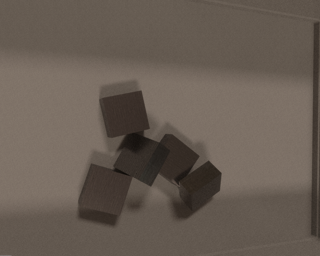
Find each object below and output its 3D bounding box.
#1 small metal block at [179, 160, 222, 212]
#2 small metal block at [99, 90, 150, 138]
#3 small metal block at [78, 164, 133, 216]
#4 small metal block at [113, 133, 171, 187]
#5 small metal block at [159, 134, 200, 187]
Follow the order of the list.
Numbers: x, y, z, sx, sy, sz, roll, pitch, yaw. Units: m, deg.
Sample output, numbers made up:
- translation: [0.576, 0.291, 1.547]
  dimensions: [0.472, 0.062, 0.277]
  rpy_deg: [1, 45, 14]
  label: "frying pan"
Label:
- translation: [0.055, 0.079, 0.417]
  dimensions: [0.050, 0.025, 0.050]
  rpy_deg: [-32, 145, -17]
  label: "small metal block"
- translation: [-0.045, -0.018, 0.395]
  dimensions: [0.050, 0.025, 0.050]
  rpy_deg: [-14, 95, -20]
  label: "small metal block"
- translation: [-0.068, 0.076, 0.386]
  dimensions: [0.050, 0.025, 0.050]
  rpy_deg: [20, 84, -19]
  label: "small metal block"
- translation: [-0.023, 0.038, 0.386]
  dimensions: [0.025, 0.050, 0.050]
  rpy_deg: [40, 75, -45]
  label: "small metal block"
- translation: [0.016, 0.043, 0.418]
  dimensions: [0.050, 0.025, 0.050]
  rpy_deg: [39, 77, -16]
  label: "small metal block"
